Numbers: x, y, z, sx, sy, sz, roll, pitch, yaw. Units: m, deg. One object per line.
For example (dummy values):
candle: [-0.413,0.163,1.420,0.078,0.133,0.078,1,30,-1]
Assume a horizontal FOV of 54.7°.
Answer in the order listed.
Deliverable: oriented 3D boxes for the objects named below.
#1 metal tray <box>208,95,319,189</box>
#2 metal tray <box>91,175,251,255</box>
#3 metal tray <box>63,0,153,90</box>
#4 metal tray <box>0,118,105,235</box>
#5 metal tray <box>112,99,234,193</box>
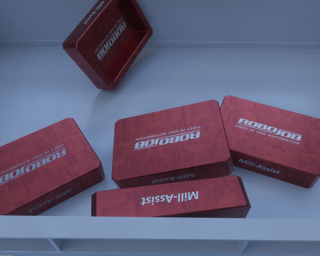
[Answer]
metal tray: [0.133,0.013,0.392,0.130,0.030,0.090,17,52,13]
metal tray: [0.009,0.086,0.289,0.131,0.090,0.030,-6,51,-5]
metal tray: [-0.070,-0.132,0.453,0.030,0.090,0.130,10,60,38]
metal tray: [-0.143,0.050,0.359,0.131,0.030,0.090,-26,55,-21]
metal tray: [0.012,0.020,0.364,0.131,0.030,0.090,-12,49,9]
